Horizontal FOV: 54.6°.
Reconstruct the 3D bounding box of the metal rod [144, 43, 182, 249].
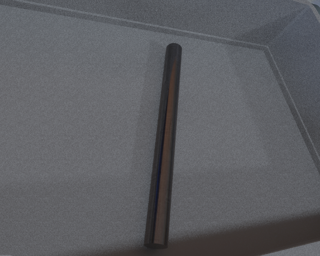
[{"bbox_3d":[0.009,0.000,0.407,0.025,0.025,0.300,18,55,-18],"label":"metal rod"}]
